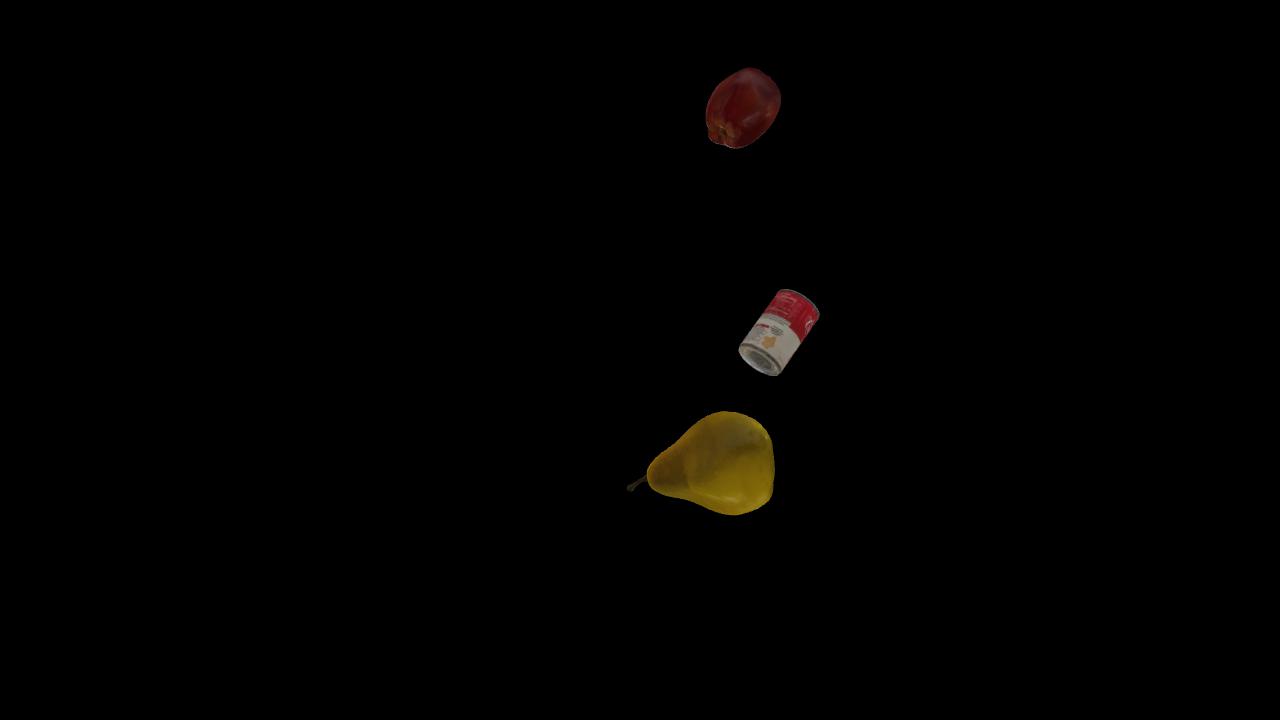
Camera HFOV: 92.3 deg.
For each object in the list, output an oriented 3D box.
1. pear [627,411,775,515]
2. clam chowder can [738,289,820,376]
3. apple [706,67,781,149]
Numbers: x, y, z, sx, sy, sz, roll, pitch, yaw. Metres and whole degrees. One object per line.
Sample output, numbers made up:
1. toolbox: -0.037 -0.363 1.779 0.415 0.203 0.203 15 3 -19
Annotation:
1. pear: 0.043 0.079 0.460 0.111 0.080 0.080 -4 0 5
2. clam chowder can: 0.188 -0.037 0.836 0.068 0.102 0.068 35 -15 11
3. apple: 0.115 -0.281 0.688 0.079 0.079 0.093 0 44 50
